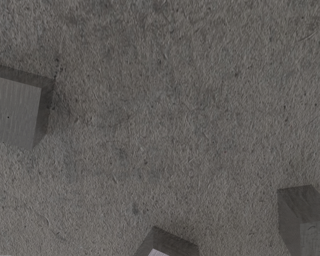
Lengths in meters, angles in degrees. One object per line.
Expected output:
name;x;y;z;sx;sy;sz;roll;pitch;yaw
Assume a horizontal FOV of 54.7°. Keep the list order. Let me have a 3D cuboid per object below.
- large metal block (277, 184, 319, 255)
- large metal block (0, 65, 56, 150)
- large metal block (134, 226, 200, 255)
large metal block;0.205;0.138;0.433;0.050;0.080;0.079;-9;110;3
large metal block;-0.184;-0.028;0.384;0.080;0.050;0.079;15;109;-6
large metal block;0.006;0.210;0.474;0.080;0.050;0.080;28;108;-10
